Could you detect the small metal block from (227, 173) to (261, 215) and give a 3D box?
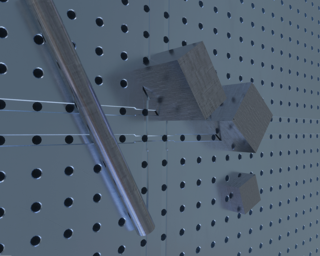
[{"bbox_3d":[0.145,0.112,0.535,0.050,0.025,0.050,-25,106,-37],"label":"small metal block"}]

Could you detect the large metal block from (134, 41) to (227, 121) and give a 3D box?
[{"bbox_3d":[0.026,-0.056,0.397,0.050,0.080,0.080,-43,116,-32],"label":"large metal block"}]

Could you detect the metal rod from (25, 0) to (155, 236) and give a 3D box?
[{"bbox_3d":[-0.071,-0.003,0.351,0.025,0.025,0.298,-35,112,-35],"label":"metal rod"}]

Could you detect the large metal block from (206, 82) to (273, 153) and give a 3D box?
[{"bbox_3d":[0.132,-0.016,0.507,0.080,0.050,0.080,47,62,-30],"label":"large metal block"}]
